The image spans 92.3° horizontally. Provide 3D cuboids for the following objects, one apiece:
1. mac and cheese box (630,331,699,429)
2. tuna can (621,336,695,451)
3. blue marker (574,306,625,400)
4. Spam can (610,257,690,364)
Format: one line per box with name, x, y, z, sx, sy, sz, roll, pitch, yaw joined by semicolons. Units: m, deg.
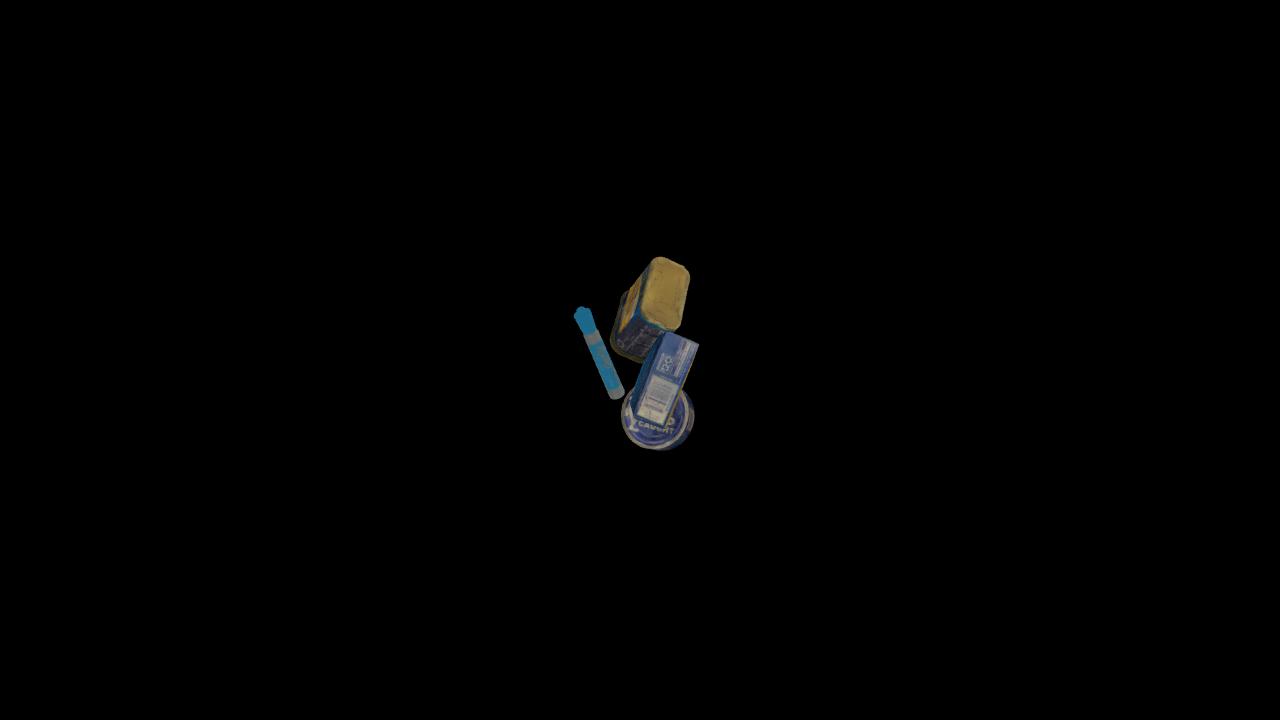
mac and cheese box;0.021;0.019;0.684;0.041;0.093;0.184;20;0;-2
tuna can;0.022;0.065;0.732;0.084;0.084;0.034;0;-12;21
blue marker;-0.044;-0.007;0.665;0.020;0.121;0.020;-14;36;10
Spam can;0.013;-0.060;0.730;0.058;0.101;0.085;23;-35;-15
